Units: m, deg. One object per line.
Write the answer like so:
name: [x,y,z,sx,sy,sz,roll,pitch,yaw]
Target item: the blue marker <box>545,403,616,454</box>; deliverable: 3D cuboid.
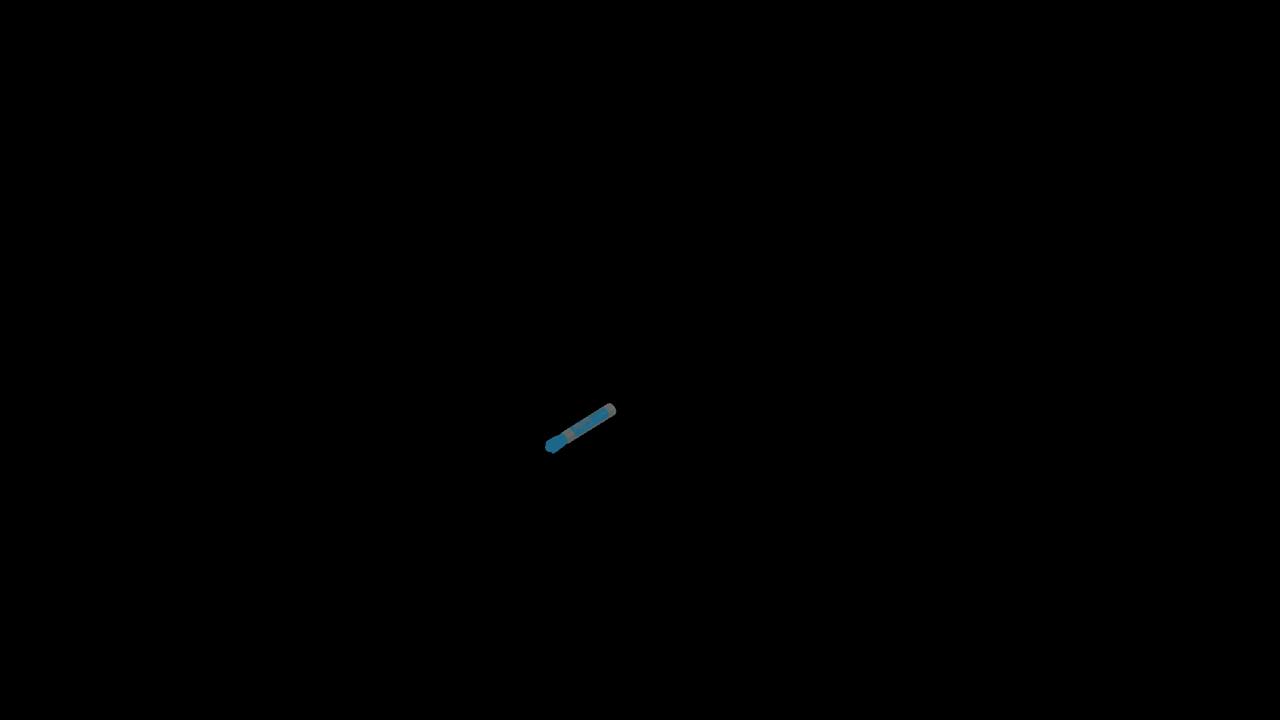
blue marker: [-0.078,0.090,0.812,0.020,0.020,0.121,0,21,43]
